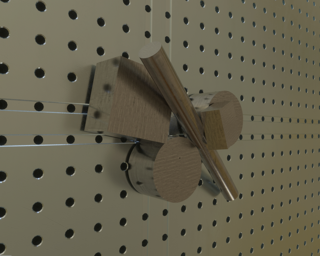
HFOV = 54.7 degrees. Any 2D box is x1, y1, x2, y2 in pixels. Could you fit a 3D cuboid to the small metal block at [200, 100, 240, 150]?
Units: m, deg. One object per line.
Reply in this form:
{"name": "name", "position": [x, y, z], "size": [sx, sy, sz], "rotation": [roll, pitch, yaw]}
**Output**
{"name": "small metal block", "position": [0.078, -0.004, 0.396], "size": [0.050, 0.025, 0.050], "rotation": [-31, 110, -55]}

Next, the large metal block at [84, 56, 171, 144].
{"name": "large metal block", "position": [-0.033, -0.028, 0.359], "size": [0.081, 0.050, 0.080], "rotation": [14, 81, -39]}

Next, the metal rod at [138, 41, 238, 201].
{"name": "metal rod", "position": [0.053, 0.015, 0.403], "size": [0.025, 0.025, 0.300], "rotation": [-58, 137, -24]}

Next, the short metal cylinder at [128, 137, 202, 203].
{"name": "short metal cylinder", "position": [0.007, 0.050, 0.394], "size": [0.081, 0.050, 0.079], "rotation": [0, 90, -40]}

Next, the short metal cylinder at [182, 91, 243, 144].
{"name": "short metal cylinder", "position": [0.076, -0.013, 0.453], "size": [0.081, 0.050, 0.079], "rotation": [0, 90, -40]}
